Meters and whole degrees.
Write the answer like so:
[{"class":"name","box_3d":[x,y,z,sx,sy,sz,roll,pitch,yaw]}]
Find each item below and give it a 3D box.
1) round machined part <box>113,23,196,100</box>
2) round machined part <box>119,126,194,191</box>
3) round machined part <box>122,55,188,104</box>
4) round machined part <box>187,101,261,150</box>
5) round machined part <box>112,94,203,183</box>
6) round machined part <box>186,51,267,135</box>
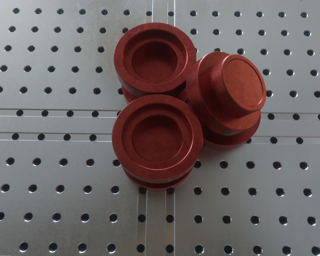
[{"class":"round machined part","box_3d":[-0.006,-0.078,0.386,0.099,0.042,0.098,0,70,0]},{"class":"round machined part","box_3d":[-0.003,0.029,0.393,0.099,0.042,0.098,0,70,0]},{"class":"round machined part","box_3d":[-0.004,-0.064,0.427,0.099,0.042,0.098,0,70,0]},{"class":"round machined part","box_3d":[0.085,-0.023,0.412,0.099,0.042,0.098,0,70,0]},{"class":"round machined part","box_3d":[-0.003,0.014,0.352,0.099,0.042,0.098,0,70,0]},{"class":"round machined part","box_3d":[0.081,-0.044,0.352,0.099,0.042,0.098,12,66,-30]}]
